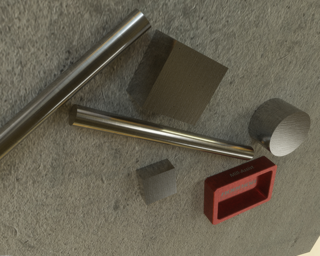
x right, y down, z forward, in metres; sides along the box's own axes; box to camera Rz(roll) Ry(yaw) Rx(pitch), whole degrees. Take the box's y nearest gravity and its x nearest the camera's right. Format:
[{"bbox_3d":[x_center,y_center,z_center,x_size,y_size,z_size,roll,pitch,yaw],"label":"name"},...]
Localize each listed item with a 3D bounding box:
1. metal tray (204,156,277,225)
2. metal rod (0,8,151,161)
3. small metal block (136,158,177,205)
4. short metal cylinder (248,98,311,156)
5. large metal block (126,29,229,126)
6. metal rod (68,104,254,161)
[{"bbox_3d":[0.142,0.111,0.552,0.131,0.030,0.089,-17,126,-19],"label":"metal tray"},{"bbox_3d":[-0.130,-0.016,0.326,0.300,0.025,0.025,-42,130,0],"label":"metal rod"},{"bbox_3d":[-0.005,0.079,0.455,0.050,0.025,0.050,-19,126,-18],"label":"small metal block"},{"bbox_3d":[0.191,-0.002,0.497,0.081,0.050,0.079,-14,125,-21],"label":"short metal cylinder"},{"bbox_3d":[0.020,-0.058,0.367,0.081,0.050,0.080,17,109,-35],"label":"large metal block"},{"bbox_3d":[0.025,0.014,0.430,0.302,0.025,0.025,13,112,-34],"label":"metal rod"}]
